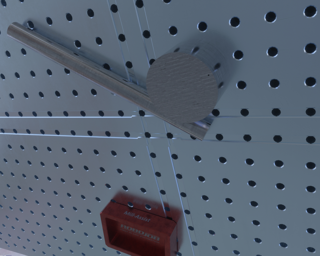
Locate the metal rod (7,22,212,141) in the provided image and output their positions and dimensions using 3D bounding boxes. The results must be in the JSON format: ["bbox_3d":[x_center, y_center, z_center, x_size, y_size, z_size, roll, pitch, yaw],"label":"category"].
[{"bbox_3d":[-0.073,-0.065,0.407,0.301,0.025,0.025,28,128,9],"label":"metal rod"}]

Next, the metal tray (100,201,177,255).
[{"bbox_3d":[-0.037,0.186,0.540,0.130,0.030,0.089,11,123,21],"label":"metal tray"}]

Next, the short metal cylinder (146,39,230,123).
[{"bbox_3d":[0.032,-0.052,0.345,0.080,0.050,0.079,13,124,20],"label":"short metal cylinder"}]
